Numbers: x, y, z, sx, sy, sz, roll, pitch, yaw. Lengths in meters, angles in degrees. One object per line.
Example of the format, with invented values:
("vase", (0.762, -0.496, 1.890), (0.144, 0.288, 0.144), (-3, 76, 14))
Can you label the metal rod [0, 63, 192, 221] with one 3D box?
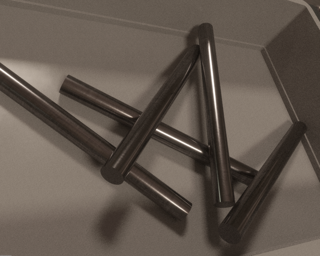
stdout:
("metal rod", (-0.090, 0.008, 0.352), (0.301, 0.025, 0.025), (37, 51, -4))

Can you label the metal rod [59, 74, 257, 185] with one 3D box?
("metal rod", (0.015, 0.012, 0.407), (0.301, 0.025, 0.025), (27, 52, -12))

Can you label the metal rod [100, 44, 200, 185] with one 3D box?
("metal rod", (0.008, -0.041, 0.410), (0.025, 0.025, 0.301), (37, 43, -4))

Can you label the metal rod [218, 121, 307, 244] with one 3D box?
("metal rod", (0.157, 0.054, 0.429), (0.025, 0.025, 0.302), (50, 42, 7))

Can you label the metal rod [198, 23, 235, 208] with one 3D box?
("metal rod", (0.075, -0.038, 0.438), (0.025, 0.025, 0.299), (14, 56, -21))
